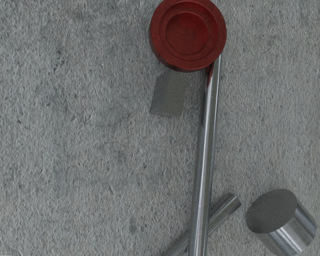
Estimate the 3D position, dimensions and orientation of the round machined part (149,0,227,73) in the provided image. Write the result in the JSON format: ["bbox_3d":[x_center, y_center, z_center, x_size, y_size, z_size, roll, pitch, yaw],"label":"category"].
[{"bbox_3d":[0.033,-0.121,0.407,0.099,0.042,0.097,0,88,-10],"label":"round machined part"}]

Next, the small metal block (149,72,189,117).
[{"bbox_3d":[0.011,-0.041,0.401,0.025,0.050,0.050,13,86,-20],"label":"small metal block"}]

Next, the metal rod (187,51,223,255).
[{"bbox_3d":[0.063,0.019,0.419,0.025,0.025,0.298,9,82,-20],"label":"metal rod"}]

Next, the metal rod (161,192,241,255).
[{"bbox_3d":[-0.005,0.193,0.408,0.301,0.025,0.025,-38,103,-16],"label":"metal rod"}]

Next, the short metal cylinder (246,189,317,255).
[{"bbox_3d":[0.173,0.135,0.446,0.080,0.080,0.050,-45,105,-14],"label":"short metal cylinder"}]
